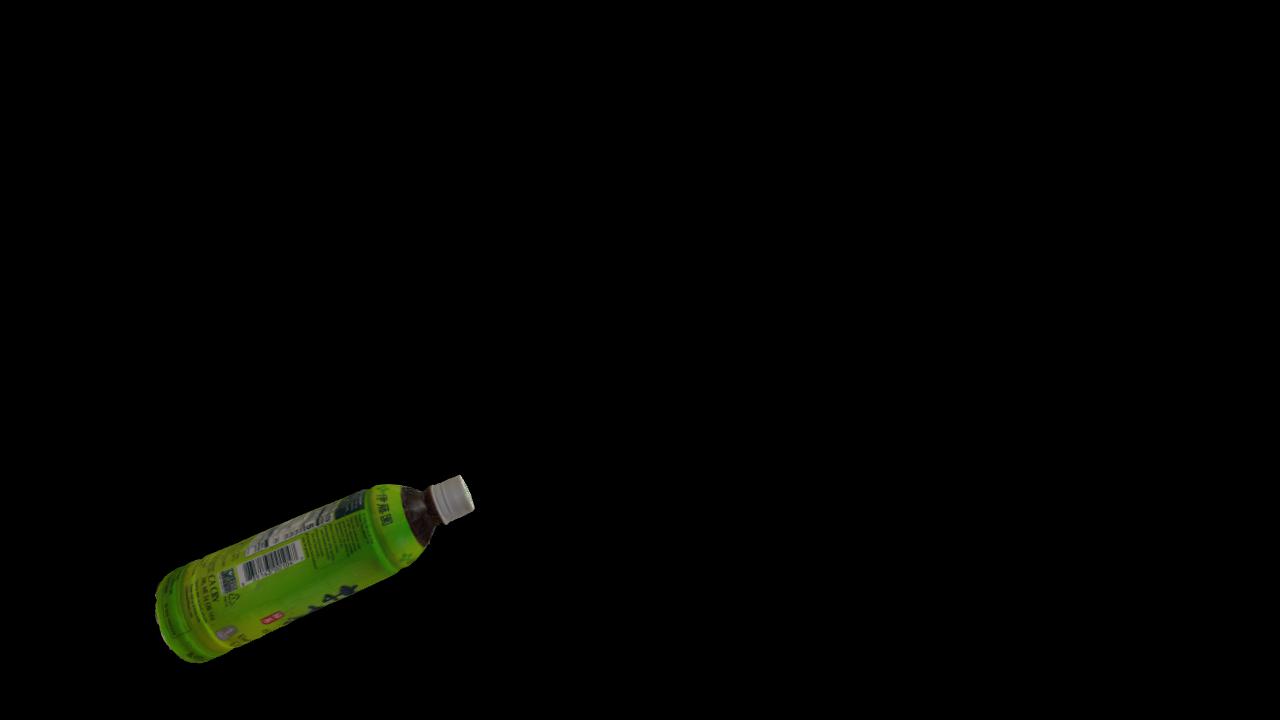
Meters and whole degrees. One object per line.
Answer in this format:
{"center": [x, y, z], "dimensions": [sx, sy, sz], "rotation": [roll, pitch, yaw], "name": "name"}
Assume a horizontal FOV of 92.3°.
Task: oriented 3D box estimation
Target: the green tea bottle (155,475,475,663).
{"center": [-0.229, 0.143, 0.457], "dimensions": [0.212, 0.073, 0.073], "rotation": [-23, 5, -11], "name": "green tea bottle"}
